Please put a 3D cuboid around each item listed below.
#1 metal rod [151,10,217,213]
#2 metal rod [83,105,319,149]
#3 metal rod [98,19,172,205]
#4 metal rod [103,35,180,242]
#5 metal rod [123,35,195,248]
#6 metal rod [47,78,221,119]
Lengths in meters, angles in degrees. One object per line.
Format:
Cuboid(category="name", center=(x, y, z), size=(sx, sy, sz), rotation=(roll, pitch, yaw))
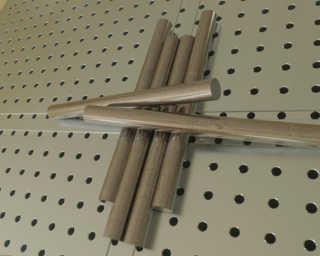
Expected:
Cuboid(category="metal rod", center=(0.039, -0.040, 0.412), size=(0.025, 0.025, 0.300), rotation=(1, 62, 29))
Cuboid(category="metal rod", center=(0.044, -0.004, 0.362), size=(0.301, 0.025, 0.025), rotation=(6, 65, 21))
Cuboid(category="metal rod", center=(-0.029, -0.039, 0.447), size=(0.025, 0.025, 0.300), rotation=(1, 62, 29))
Cuboid(category="metal rod", center=(-0.017, -0.003, 0.419), size=(0.025, 0.025, 0.300), rotation=(2, 62, 29))
Cuboid(category="metal rod", center=(0.007, -0.001, 0.407), size=(0.025, 0.025, 0.300), rotation=(1, 62, 29))
Cuboid(category="metal rod", center=(-0.058, -0.035, 0.432), size=(0.300, 0.025, 0.025), rotation=(-4, 60, 36))
